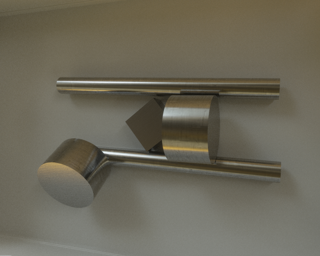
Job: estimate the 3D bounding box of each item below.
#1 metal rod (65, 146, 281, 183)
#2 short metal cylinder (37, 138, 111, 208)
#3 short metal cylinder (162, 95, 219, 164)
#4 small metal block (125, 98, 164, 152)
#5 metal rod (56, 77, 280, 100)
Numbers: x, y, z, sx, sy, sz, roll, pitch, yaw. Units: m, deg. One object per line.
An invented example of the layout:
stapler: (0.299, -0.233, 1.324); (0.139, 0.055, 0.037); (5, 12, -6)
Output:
metal rod: (-0.002, 0.043, 0.408); (0.301, 0.025, 0.025); (3, 91, 19)
short metal cylinder: (-0.114, 0.061, 0.416); (0.080, 0.050, 0.079); (10, 127, 14)
short metal cylinder: (0.039, 0.001, 0.365); (0.050, 0.080, 0.079); (2, 91, 20)
small metal block: (-0.009, -0.004, 0.411); (0.050, 0.025, 0.050); (-39, 78, 15)
metal rod: (-0.003, -0.054, 0.409); (0.301, 0.025, 0.025); (4, 91, 19)
